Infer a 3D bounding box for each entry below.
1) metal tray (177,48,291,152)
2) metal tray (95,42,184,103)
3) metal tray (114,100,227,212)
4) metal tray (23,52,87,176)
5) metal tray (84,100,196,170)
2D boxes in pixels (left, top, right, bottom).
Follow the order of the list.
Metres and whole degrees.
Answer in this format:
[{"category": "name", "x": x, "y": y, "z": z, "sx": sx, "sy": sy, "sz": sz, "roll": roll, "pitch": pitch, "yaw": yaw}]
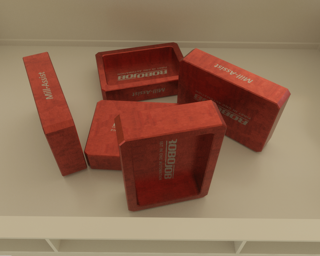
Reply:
[{"category": "metal tray", "x": 0.084, "y": -0.034, "z": 0.390, "sx": 0.130, "sy": 0.089, "sz": 0.030, "roll": 31, "pitch": 57, "yaw": 23}, {"category": "metal tray", "x": -0.026, "y": -0.085, "z": 0.470, "sx": 0.131, "sy": 0.030, "sz": 0.090, "roll": -10, "pitch": 51, "yaw": -9}, {"category": "metal tray", "x": 0.008, "y": 0.033, "z": 0.305, "sx": 0.091, "sy": 0.129, "sz": 0.030, "roll": -9, "pitch": 51, "yaw": -9}, {"category": "metal tray", "x": -0.127, "y": -0.018, "z": 0.374, "sx": 0.030, "sy": 0.089, "sz": 0.130, "roll": -19, "pitch": 53, "yaw": -16}, {"category": "metal tray", "x": -0.020, "y": 0.009, "z": 0.390, "sx": 0.131, "sy": 0.030, "sz": 0.090, "roll": 3, "pitch": 50, "yaw": 2}]
